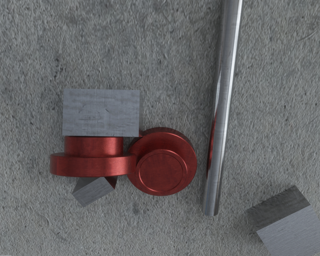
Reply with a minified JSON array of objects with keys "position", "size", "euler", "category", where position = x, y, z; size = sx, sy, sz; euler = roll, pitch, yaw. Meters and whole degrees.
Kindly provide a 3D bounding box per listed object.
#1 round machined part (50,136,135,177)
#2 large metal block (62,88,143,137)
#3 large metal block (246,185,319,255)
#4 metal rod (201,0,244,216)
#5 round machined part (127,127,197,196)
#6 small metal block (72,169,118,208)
[{"position":[-0.078,0.030,0.367],"size":[0.099,0.098,0.042],"euler":[1,89,-1],"category":"round machined part"},{"position":[-0.062,-0.015,0.367],"size":[0.081,0.080,0.050],"euler":[1,88,-1],"category":"large metal block"},{"position":[0.187,0.144,0.451],"size":[0.080,0.050,0.080],"euler":[-31,107,10],"category":"large metal block"},{"position":[0.079,-0.018,0.403],"size":[0.025,0.025,0.298],"euler":[2,110,-1],"category":"metal rod"},{"position":[0.001,0.051,0.420],"size":[0.099,0.042,0.097],"euler":[0,110,-1],"category":"round machined part"},{"position":[-0.086,0.074,0.423],"size":[0.050,0.050,0.025],"euler":[-31,108,11],"category":"small metal block"}]
